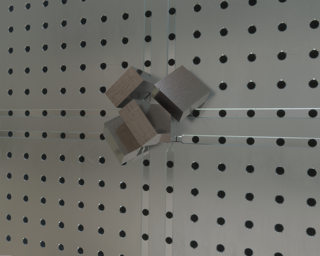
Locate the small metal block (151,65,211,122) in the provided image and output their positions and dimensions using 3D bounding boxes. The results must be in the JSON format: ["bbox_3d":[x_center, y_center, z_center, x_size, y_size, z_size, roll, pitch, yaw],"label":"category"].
[{"bbox_3d":[0.026,-0.044,0.389,0.050,0.025,0.050,-38,74,-25],"label":"small metal block"}]

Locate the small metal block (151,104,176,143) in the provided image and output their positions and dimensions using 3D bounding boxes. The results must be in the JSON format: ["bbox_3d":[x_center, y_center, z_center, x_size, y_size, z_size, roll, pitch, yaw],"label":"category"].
[{"bbox_3d":[-0.006,-0.006,0.415,0.050,0.025,0.050,1,90,19],"label":"small metal block"}]

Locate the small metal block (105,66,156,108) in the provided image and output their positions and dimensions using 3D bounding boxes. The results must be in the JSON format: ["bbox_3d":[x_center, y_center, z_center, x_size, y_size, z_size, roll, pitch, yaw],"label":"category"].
[{"bbox_3d":[-0.037,-0.052,0.413,0.050,0.050,0.025,-43,77,15],"label":"small metal block"}]

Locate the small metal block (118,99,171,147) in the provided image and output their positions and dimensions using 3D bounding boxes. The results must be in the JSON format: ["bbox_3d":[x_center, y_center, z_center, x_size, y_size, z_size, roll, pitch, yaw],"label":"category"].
[{"bbox_3d":[-0.018,-0.006,0.379,0.025,0.050,0.050,-38,79,15],"label":"small metal block"}]

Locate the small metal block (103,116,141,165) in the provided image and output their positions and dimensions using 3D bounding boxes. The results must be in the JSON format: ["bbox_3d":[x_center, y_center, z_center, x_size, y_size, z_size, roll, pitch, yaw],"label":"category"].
[{"bbox_3d":[-0.052,0.017,0.415,0.025,0.050,0.050,-28,79,-20],"label":"small metal block"}]
